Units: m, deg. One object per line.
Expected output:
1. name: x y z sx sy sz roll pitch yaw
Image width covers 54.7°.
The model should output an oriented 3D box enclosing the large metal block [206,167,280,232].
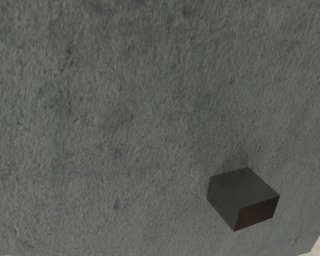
1. large metal block: 0.137 0.117 0.521 0.081 0.080 0.050 -10 123 -24
